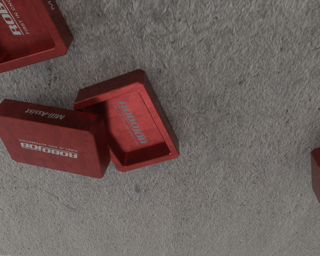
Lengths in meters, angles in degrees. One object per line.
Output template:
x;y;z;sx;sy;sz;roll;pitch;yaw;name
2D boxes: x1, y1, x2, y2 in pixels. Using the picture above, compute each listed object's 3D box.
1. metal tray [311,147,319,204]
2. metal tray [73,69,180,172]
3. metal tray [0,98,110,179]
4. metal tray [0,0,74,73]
0.275;0.054;0.411;0.130;0.030;0.090;-15;129;12;metal tray
-0.038;-0.003;0.400;0.090;0.030;0.130;-17;128;13;metal tray
-0.134;0.015;0.390;0.131;0.030;0.089;10;137;9;metal tray
-0.154;-0.123;0.297;0.090;0.030;0.129;-13;129;10;metal tray
